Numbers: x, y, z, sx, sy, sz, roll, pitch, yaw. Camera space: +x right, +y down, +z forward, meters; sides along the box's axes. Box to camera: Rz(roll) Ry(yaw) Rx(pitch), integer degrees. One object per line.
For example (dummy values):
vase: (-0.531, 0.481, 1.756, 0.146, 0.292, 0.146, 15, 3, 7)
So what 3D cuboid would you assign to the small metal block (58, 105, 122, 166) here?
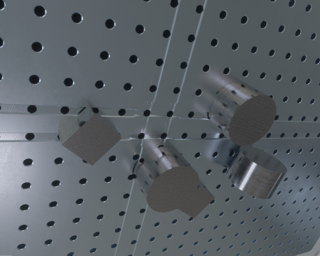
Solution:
small metal block: (-0.083, 0.010, 0.372, 0.050, 0.025, 0.050, -43, 130, 1)

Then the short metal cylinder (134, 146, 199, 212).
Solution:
short metal cylinder: (0.009, 0.073, 0.445, 0.081, 0.050, 0.079, -14, 124, -21)

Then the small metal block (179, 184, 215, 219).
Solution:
small metal block: (0.055, 0.116, 0.514, 0.050, 0.025, 0.050, -46, 129, 4)

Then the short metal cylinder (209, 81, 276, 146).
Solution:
short metal cylinder: (0.118, -0.021, 0.447, 0.081, 0.050, 0.079, -14, 124, -21)

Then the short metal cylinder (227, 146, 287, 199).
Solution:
short metal cylinder: (0.157, 0.070, 0.505, 0.081, 0.080, 0.050, 9, 114, -32)
